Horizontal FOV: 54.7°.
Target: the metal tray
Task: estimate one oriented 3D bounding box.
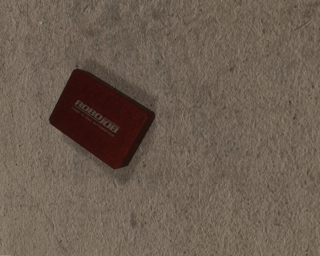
[{"bbox_3d":[-0.083,-0.014,0.434,0.130,0.030,0.090,32,100,16],"label":"metal tray"}]
